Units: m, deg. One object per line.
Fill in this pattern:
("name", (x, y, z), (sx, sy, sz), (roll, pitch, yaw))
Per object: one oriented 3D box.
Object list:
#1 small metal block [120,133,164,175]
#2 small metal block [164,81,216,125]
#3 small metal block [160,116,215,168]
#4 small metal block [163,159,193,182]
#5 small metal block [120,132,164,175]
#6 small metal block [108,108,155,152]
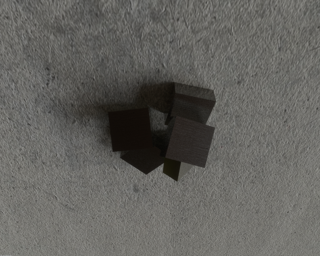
("small metal block", (-0.020, 0.033, 0.437), (0.050, 0.025, 0.050), (-37, 121, 27))
("small metal block", (0.036, -0.026, 0.388), (0.050, 0.025, 0.050), (11, 129, -10))
("small metal block", (0.033, 0.017, 0.373), (0.050, 0.025, 0.050), (17, 85, -14))
("small metal block", (0.031, 0.036, 0.421), (0.025, 0.050, 0.050), (30, 135, 25))
("small metal block", (-0.019, 0.033, 0.437), (0.050, 0.025, 0.050), (-37, 122, 27))
("small metal block", (-0.035, 0.002, 0.393), (0.050, 0.025, 0.050), (-6, 92, 4))
